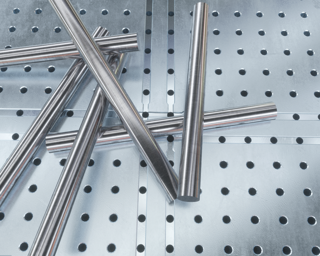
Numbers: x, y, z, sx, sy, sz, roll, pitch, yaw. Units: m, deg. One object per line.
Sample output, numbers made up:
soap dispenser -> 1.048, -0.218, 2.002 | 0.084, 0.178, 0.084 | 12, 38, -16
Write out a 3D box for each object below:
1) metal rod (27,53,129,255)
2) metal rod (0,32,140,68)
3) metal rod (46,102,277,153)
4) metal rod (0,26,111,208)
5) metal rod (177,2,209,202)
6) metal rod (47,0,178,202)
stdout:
metal rod -> -0.087, 0.005, 0.381 | 0.025, 0.025, 0.300 | 12, 60, 4
metal rod -> -0.178, -0.101, 0.429 | 0.301, 0.025, 0.025 | -6, 70, 5
metal rod -> 0.005, -0.001, 0.412 | 0.302, 0.025, 0.025 | -8, 70, -3
metal rod -> -0.150, -0.016, 0.416 | 0.025, 0.025, 0.300 | 25, 72, 9
metal rod -> 0.047, -0.053, 0.409 | 0.025, 0.025, 0.300 | 6, 62, 2
metal rod -> -0.056, -0.044, 0.389 | 0.025, 0.025, 0.299 | -31, 85, -10
